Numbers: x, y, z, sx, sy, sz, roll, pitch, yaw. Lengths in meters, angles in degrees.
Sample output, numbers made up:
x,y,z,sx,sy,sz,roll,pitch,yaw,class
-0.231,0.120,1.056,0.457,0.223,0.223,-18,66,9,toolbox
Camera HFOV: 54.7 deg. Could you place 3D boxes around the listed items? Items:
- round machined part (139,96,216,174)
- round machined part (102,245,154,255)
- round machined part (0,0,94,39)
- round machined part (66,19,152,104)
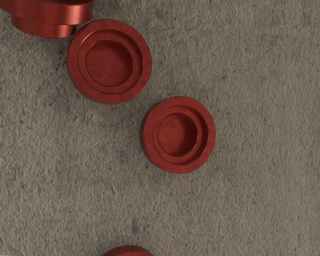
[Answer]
x,y,z,sx,sy,sz,roll,pitch,yaw,class
0.020,0.008,0.407,0.099,0.042,0.097,0,90,-20,round machined part
-0.044,0.194,0.384,0.099,0.042,0.097,0,90,-20,round machined part
-0.124,-0.131,0.335,0.099,0.098,0.042,4,127,-20,round machined part
-0.063,-0.077,0.377,0.099,0.042,0.097,0,90,-20,round machined part
